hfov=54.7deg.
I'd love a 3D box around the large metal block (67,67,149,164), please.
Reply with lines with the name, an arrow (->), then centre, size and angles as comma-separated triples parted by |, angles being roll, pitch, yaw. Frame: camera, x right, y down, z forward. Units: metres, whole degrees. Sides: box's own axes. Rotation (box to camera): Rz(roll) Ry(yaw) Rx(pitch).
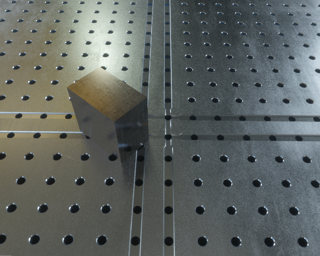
large metal block -> -0.061, -0.016, 0.384 | 0.080, 0.080, 0.050 | 34, 58, 25
